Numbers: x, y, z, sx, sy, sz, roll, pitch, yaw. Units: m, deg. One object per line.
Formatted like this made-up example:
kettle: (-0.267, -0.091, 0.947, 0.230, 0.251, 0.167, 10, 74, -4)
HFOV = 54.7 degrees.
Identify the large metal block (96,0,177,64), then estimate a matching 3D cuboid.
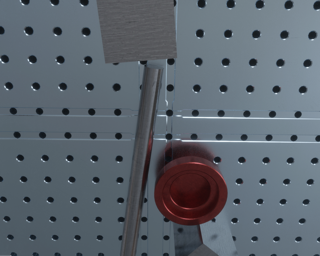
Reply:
large metal block: (-0.024, -0.121, 0.355, 0.080, 0.050, 0.079, -4, 110, 1)

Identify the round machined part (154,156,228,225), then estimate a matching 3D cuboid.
round machined part: (0.042, 0.083, 0.435, 0.099, 0.042, 0.097, 0, 109, 0)

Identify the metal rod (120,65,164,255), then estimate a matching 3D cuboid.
metal rod: (-0.029, 0.062, 0.435, 0.025, 0.025, 0.298, 8, 110, -3)

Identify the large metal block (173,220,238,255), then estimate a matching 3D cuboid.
large metal block: (0.067, 0.176, 0.450, 0.080, 0.080, 0.050, 41, 105, -14)
